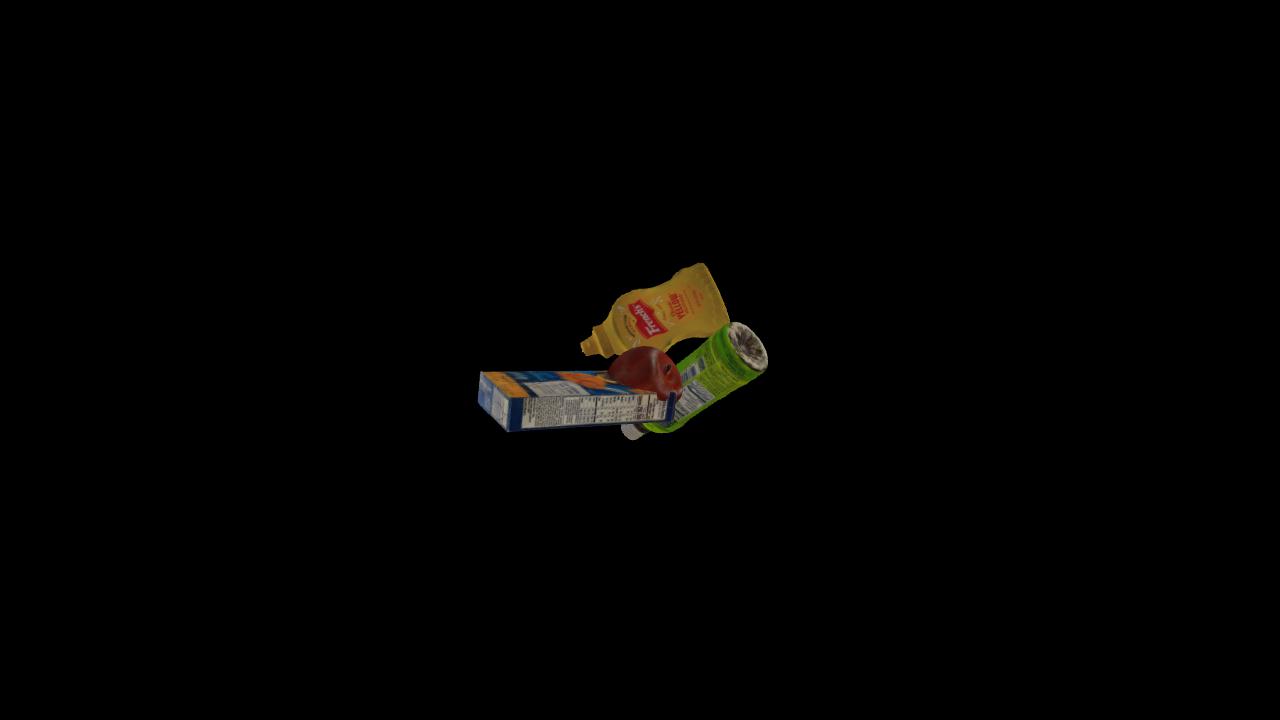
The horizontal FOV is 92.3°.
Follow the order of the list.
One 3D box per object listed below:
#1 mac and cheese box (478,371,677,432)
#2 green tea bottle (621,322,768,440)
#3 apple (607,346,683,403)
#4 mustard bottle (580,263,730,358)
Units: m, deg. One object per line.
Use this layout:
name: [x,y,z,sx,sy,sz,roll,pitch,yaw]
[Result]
mac and cheese box: [-0.063,0.039,0.637,0.184,0.041,0.093,-1,13,-32]
green tea bottle: [0.053,0.037,0.740,0.212,0.073,0.073,-37,-22,33]
apple: [0.000,0.027,0.670,0.093,0.079,0.079,-30,-16,29]
mustard bottle: [0.012,-0.047,0.768,0.184,0.092,0.054,-22,-4,-2]
